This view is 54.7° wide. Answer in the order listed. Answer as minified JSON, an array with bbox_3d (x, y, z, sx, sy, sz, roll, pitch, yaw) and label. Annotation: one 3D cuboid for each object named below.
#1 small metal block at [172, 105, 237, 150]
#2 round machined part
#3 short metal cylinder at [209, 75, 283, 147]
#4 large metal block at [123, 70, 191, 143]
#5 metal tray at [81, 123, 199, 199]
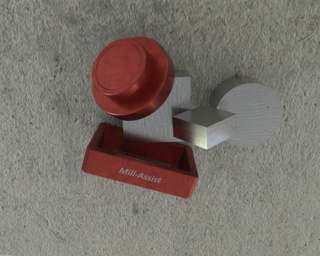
[{"bbox_3d":[0.050,-0.003,0.348,0.050,0.050,0.025,-22,118,-37],"label":"small metal block"},{"bbox_3d":[-0.037,-0.061,0.349,0.098,0.098,0.042,-35,151,11],"label":"round machined part"},{"bbox_3d":[0.105,-0.023,0.391,0.081,0.050,0.079,0,110,0],"label":"short metal cylinder"},{"bbox_3d":[-0.005,-0.029,0.388,0.080,0.050,0.079,-1,110,0],"label":"large metal block"},{"bbox_3d":[-0.022,0.037,0.389,0.131,0.090,0.030,16,110,-6],"label":"metal tray"}]
